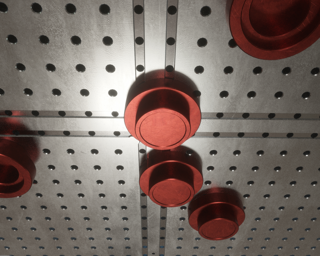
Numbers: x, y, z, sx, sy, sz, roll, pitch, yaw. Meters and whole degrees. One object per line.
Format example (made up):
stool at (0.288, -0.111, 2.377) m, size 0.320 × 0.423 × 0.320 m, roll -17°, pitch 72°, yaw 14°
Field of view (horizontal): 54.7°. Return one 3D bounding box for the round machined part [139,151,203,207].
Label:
round machined part at (0.017, 0.084, 0.473) m, size 0.099 × 0.042 × 0.097 m, roll 0°, pitch 130°, yaw 0°

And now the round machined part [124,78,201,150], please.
round machined part at (0.003, -0.010, 0.392) m, size 0.099 × 0.042 × 0.097 m, roll -1°, pitch 130°, yaw 0°

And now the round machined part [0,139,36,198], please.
round machined part at (-0.228, 0.054, 0.443) m, size 0.099 × 0.042 × 0.097 m, roll -1°, pitch 130°, yaw 0°

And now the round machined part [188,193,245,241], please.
round machined part at (0.099, 0.159, 0.538) m, size 0.099 × 0.042 × 0.097 m, roll -1°, pitch 130°, yaw 0°

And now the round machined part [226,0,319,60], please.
round machined part at (0.113, -0.119, 0.301) m, size 0.099 × 0.042 × 0.097 m, roll -1°, pitch 130°, yaw 0°
